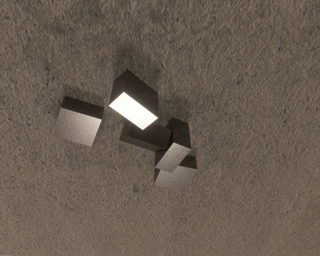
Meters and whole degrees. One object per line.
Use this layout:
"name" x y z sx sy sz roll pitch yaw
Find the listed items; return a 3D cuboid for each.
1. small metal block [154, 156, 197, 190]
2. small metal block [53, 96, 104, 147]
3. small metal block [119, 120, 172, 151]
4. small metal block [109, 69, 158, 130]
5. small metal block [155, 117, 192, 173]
"small metal block" 0.022 0.064 0.462 0.050 0.025 0.050 12 129 -11
"small metal block" -0.105 -0.008 0.399 0.050 0.025 0.050 17 128 -15
"small metal block" -0.020 0.009 0.398 0.050 0.025 0.050 20 166 -17
"small metal block" -0.029 -0.034 0.362 0.050 0.050 0.025 37 121 -27
"small metal block" 0.016 0.023 0.410 0.025 0.050 0.050 22 127 -18
